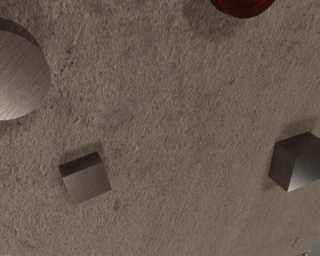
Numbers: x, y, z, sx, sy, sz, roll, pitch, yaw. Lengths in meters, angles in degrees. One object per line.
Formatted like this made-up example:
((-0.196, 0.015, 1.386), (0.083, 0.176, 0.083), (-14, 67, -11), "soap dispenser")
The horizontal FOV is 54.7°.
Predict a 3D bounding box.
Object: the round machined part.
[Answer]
((0.089, -0.174, 0.339), (0.099, 0.042, 0.097), (-14, 125, -21), "round machined part")

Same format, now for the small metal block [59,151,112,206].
((-0.095, 0.064, 0.396), (0.050, 0.025, 0.050), (-21, 127, -16), "small metal block")

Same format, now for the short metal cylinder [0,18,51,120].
((-0.145, -0.054, 0.279), (0.081, 0.050, 0.079), (-14, 125, -21), "short metal cylinder")

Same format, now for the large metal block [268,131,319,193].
((0.255, 0.062, 0.572), (0.081, 0.050, 0.079), (-15, 125, -20), "large metal block")
